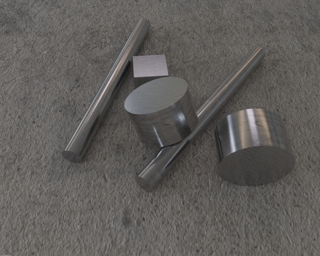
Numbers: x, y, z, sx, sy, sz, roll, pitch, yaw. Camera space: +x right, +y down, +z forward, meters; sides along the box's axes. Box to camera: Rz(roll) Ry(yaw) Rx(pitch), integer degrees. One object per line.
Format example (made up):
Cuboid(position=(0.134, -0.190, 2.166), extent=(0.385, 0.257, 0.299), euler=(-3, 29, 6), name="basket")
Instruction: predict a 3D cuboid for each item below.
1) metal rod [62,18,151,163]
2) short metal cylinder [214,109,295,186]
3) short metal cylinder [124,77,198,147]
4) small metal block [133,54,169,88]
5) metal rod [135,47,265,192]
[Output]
Cuboid(position=(-0.068, -0.076, 0.466), extent=(0.025, 0.025, 0.300), euler=(12, 51, 9), name="metal rod")
Cuboid(position=(0.104, 0.024, 0.349), extent=(0.080, 0.080, 0.050), euler=(1, 50, 1), name="short metal cylinder")
Cuboid(position=(0.003, -0.022, 0.387), extent=(0.080, 0.050, 0.080), euler=(-15, 34, 11), name="short metal cylinder")
Cuboid(position=(-0.015, -0.086, 0.476), extent=(0.050, 0.025, 0.050), euler=(-4, 50, -4), name="small metal block")
Cuboid(position=(0.071, -0.029, 0.428), extent=(0.025, 0.025, 0.301), euler=(30, 56, 22), name="metal rod")
